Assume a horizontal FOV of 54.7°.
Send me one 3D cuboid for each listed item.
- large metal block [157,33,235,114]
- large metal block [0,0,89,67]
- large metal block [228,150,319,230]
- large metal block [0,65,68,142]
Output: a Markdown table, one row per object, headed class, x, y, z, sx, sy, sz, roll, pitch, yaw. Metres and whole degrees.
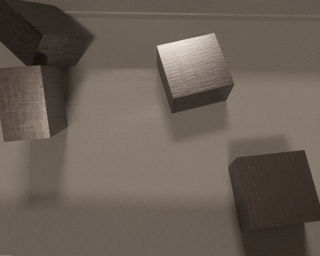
| class | x | y | z | sx | sy | sz | roll | pitch | yaw |
| --- | --- | --- | --- | --- | --- | --- | --- | --- | --- |
| large metal block | 0.045 | -0.074 | 0.424 | 0.081 | 0.050 | 0.080 | -14 | 71 | -6 |
| large metal block | -0.160 | -0.126 | 0.418 | 0.080 | 0.080 | 0.050 | 41 | 119 | 13 |
| large metal block | 0.134 | 0.075 | 0.371 | 0.081 | 0.050 | 0.080 | -6 | 70 | -3 |
| large metal block | -0.152 | -0.032 | 0.375 | 0.050 | 0.080 | 0.079 | -5 | 99 | -2 |
